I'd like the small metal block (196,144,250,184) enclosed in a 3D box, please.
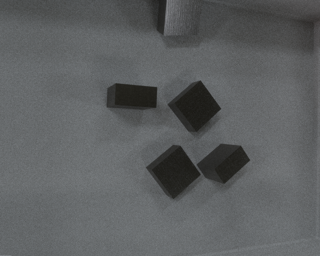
[{"bbox_3d":[0.087,0.048,0.431,0.050,0.050,0.025,-38,103,-16],"label":"small metal block"}]

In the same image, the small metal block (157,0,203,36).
[{"bbox_3d":[0.026,-0.151,0.409,0.050,0.025,0.050,-7,123,-20],"label":"small metal block"}]

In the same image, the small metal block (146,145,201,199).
[{"bbox_3d":[0.018,0.058,0.419,0.050,0.025,0.050,-39,103,-16],"label":"small metal block"}]

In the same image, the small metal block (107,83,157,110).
[{"bbox_3d":[-0.036,-0.038,0.385,0.050,0.050,0.025,3,89,-20],"label":"small metal block"}]

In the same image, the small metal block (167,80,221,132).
[{"bbox_3d":[0.048,-0.030,0.429,0.050,0.025,0.050,-42,104,-15],"label":"small metal block"}]
